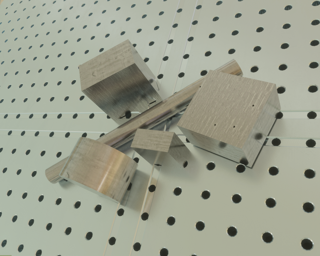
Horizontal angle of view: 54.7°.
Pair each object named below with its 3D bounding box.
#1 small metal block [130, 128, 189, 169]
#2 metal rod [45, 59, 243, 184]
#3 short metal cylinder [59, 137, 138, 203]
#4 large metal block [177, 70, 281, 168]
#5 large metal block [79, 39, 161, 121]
[{"bbox_3d":[0.001,0.025,0.375,0.050,0.050,0.025,5,65,30],"label":"small metal block"},{"bbox_3d":[-0.027,-0.005,0.423,0.301,0.025,0.025,-30,52,8],"label":"metal rod"},{"bbox_3d":[-0.074,0.052,0.377,0.080,0.080,0.050,12,68,33],"label":"short metal cylinder"},{"bbox_3d":[0.080,-0.013,0.354,0.080,0.050,0.080,21,73,35],"label":"large metal block"},{"bbox_3d":[-0.056,-0.065,0.442,0.080,0.080,0.050,-25,53,12],"label":"large metal block"}]
